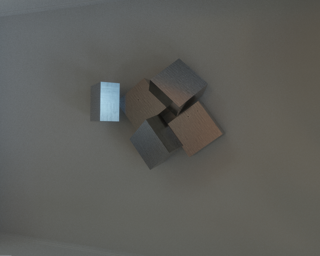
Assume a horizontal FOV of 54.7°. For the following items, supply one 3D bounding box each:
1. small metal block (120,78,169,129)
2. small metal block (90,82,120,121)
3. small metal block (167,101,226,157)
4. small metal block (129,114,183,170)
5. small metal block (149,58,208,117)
[{"bbox_3d":[-0.021,-0.030,0.415,0.050,0.025,0.050,-39,78,15],"label":"small metal block"},{"bbox_3d":[-0.075,-0.034,0.420,0.050,0.025,0.050,1,90,63],"label":"small metal block"},{"bbox_3d":[0.046,0.001,0.392,0.050,0.025,0.050,-37,79,16],"label":"small metal block"},{"bbox_3d":[-0.006,0.018,0.398,0.050,0.025,0.050,55,137,12],"label":"small metal block"},{"bbox_3d":[0.022,-0.051,0.388,0.050,0.025,0.050,-40,75,-21],"label":"small metal block"}]
